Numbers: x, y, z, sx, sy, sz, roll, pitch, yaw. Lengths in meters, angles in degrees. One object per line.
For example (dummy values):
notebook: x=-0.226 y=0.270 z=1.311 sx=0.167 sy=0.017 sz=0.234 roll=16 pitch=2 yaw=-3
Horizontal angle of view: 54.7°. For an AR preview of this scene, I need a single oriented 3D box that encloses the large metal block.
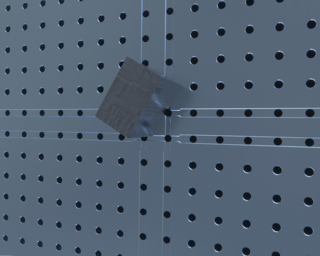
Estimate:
large metal block: x=-0.024 y=-0.035 z=0.391 sx=0.050 sy=0.080 sz=0.080 roll=33 pitch=101 yaw=16
